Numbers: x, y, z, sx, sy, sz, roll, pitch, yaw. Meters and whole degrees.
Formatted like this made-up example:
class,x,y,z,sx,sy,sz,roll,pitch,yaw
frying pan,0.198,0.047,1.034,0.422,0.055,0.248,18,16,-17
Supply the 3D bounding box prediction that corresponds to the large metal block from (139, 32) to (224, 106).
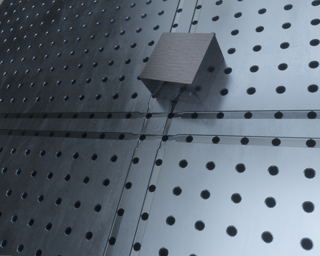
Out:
class,x,y,z,sx,sy,sz,roll,pitch,yaw
large metal block,0.031,-0.083,0.426,0.080,0.050,0.080,13,68,33
